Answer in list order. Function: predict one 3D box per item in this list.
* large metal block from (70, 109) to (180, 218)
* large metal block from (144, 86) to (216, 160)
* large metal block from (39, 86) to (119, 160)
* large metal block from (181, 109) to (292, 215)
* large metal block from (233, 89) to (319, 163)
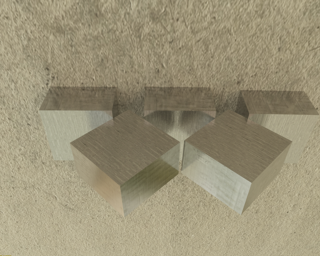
[{"bbox_3d":[-0.036,0.034,0.335,0.081,0.080,0.050,-34,141,-33],"label":"large metal block"},{"bbox_3d":[0.022,-0.005,0.389,0.081,0.050,0.079,1,130,-1],"label":"large metal block"},{"bbox_3d":[-0.094,-0.005,0.387,0.081,0.050,0.079,0,130,-1],"label":"large metal block"},{"bbox_3d":[0.081,0.033,0.339,0.080,0.081,0.050,33,138,32],"label":"large metal block"},{"bbox_3d":[0.139,-0.001,0.394,0.081,0.050,0.079,1,130,-2],"label":"large metal block"}]
